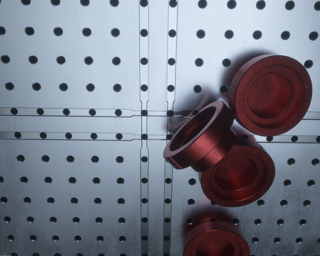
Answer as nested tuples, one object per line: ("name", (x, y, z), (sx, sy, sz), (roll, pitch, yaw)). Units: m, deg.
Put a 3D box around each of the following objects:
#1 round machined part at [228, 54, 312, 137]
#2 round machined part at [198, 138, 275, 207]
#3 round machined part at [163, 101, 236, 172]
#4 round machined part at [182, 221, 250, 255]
("round machined part", (0.131, -0.042, 0.384), (0.099, 0.042, 0.097), (-3, 107, -9))
("round machined part", (0.100, 0.056, 0.421), (0.099, 0.042, 0.097), (-2, 116, -4))
("round machined part", (0.053, 0.015, 0.379), (0.098, 0.098, 0.042), (-42, 100, 14))
("round machined part", (0.082, 0.182, 0.472), (0.099, 0.042, 0.097), (0, 110, 0))
